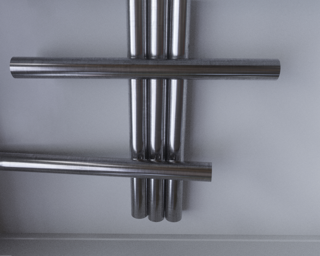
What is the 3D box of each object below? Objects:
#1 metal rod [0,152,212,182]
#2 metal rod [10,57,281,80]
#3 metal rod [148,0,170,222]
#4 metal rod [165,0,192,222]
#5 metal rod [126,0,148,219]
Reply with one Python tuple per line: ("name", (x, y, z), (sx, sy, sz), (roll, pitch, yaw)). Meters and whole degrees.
("metal rod", (-0.085, 0.050, 0.409), (0.302, 0.025, 0.025), (2, 110, 6))
("metal rod", (-0.016, -0.069, 0.358), (0.302, 0.025, 0.025), (0, 110, 0))
("metal rod", (-0.004, -0.008, 0.407), (0.025, 0.025, 0.298), (1, 110, 0))
("metal rod", (0.022, -0.008, 0.406), (0.025, 0.025, 0.298), (1, 110, 0))
("metal rod", (-0.028, -0.013, 0.405), (0.025, 0.025, 0.298), (0, 110, 0))
